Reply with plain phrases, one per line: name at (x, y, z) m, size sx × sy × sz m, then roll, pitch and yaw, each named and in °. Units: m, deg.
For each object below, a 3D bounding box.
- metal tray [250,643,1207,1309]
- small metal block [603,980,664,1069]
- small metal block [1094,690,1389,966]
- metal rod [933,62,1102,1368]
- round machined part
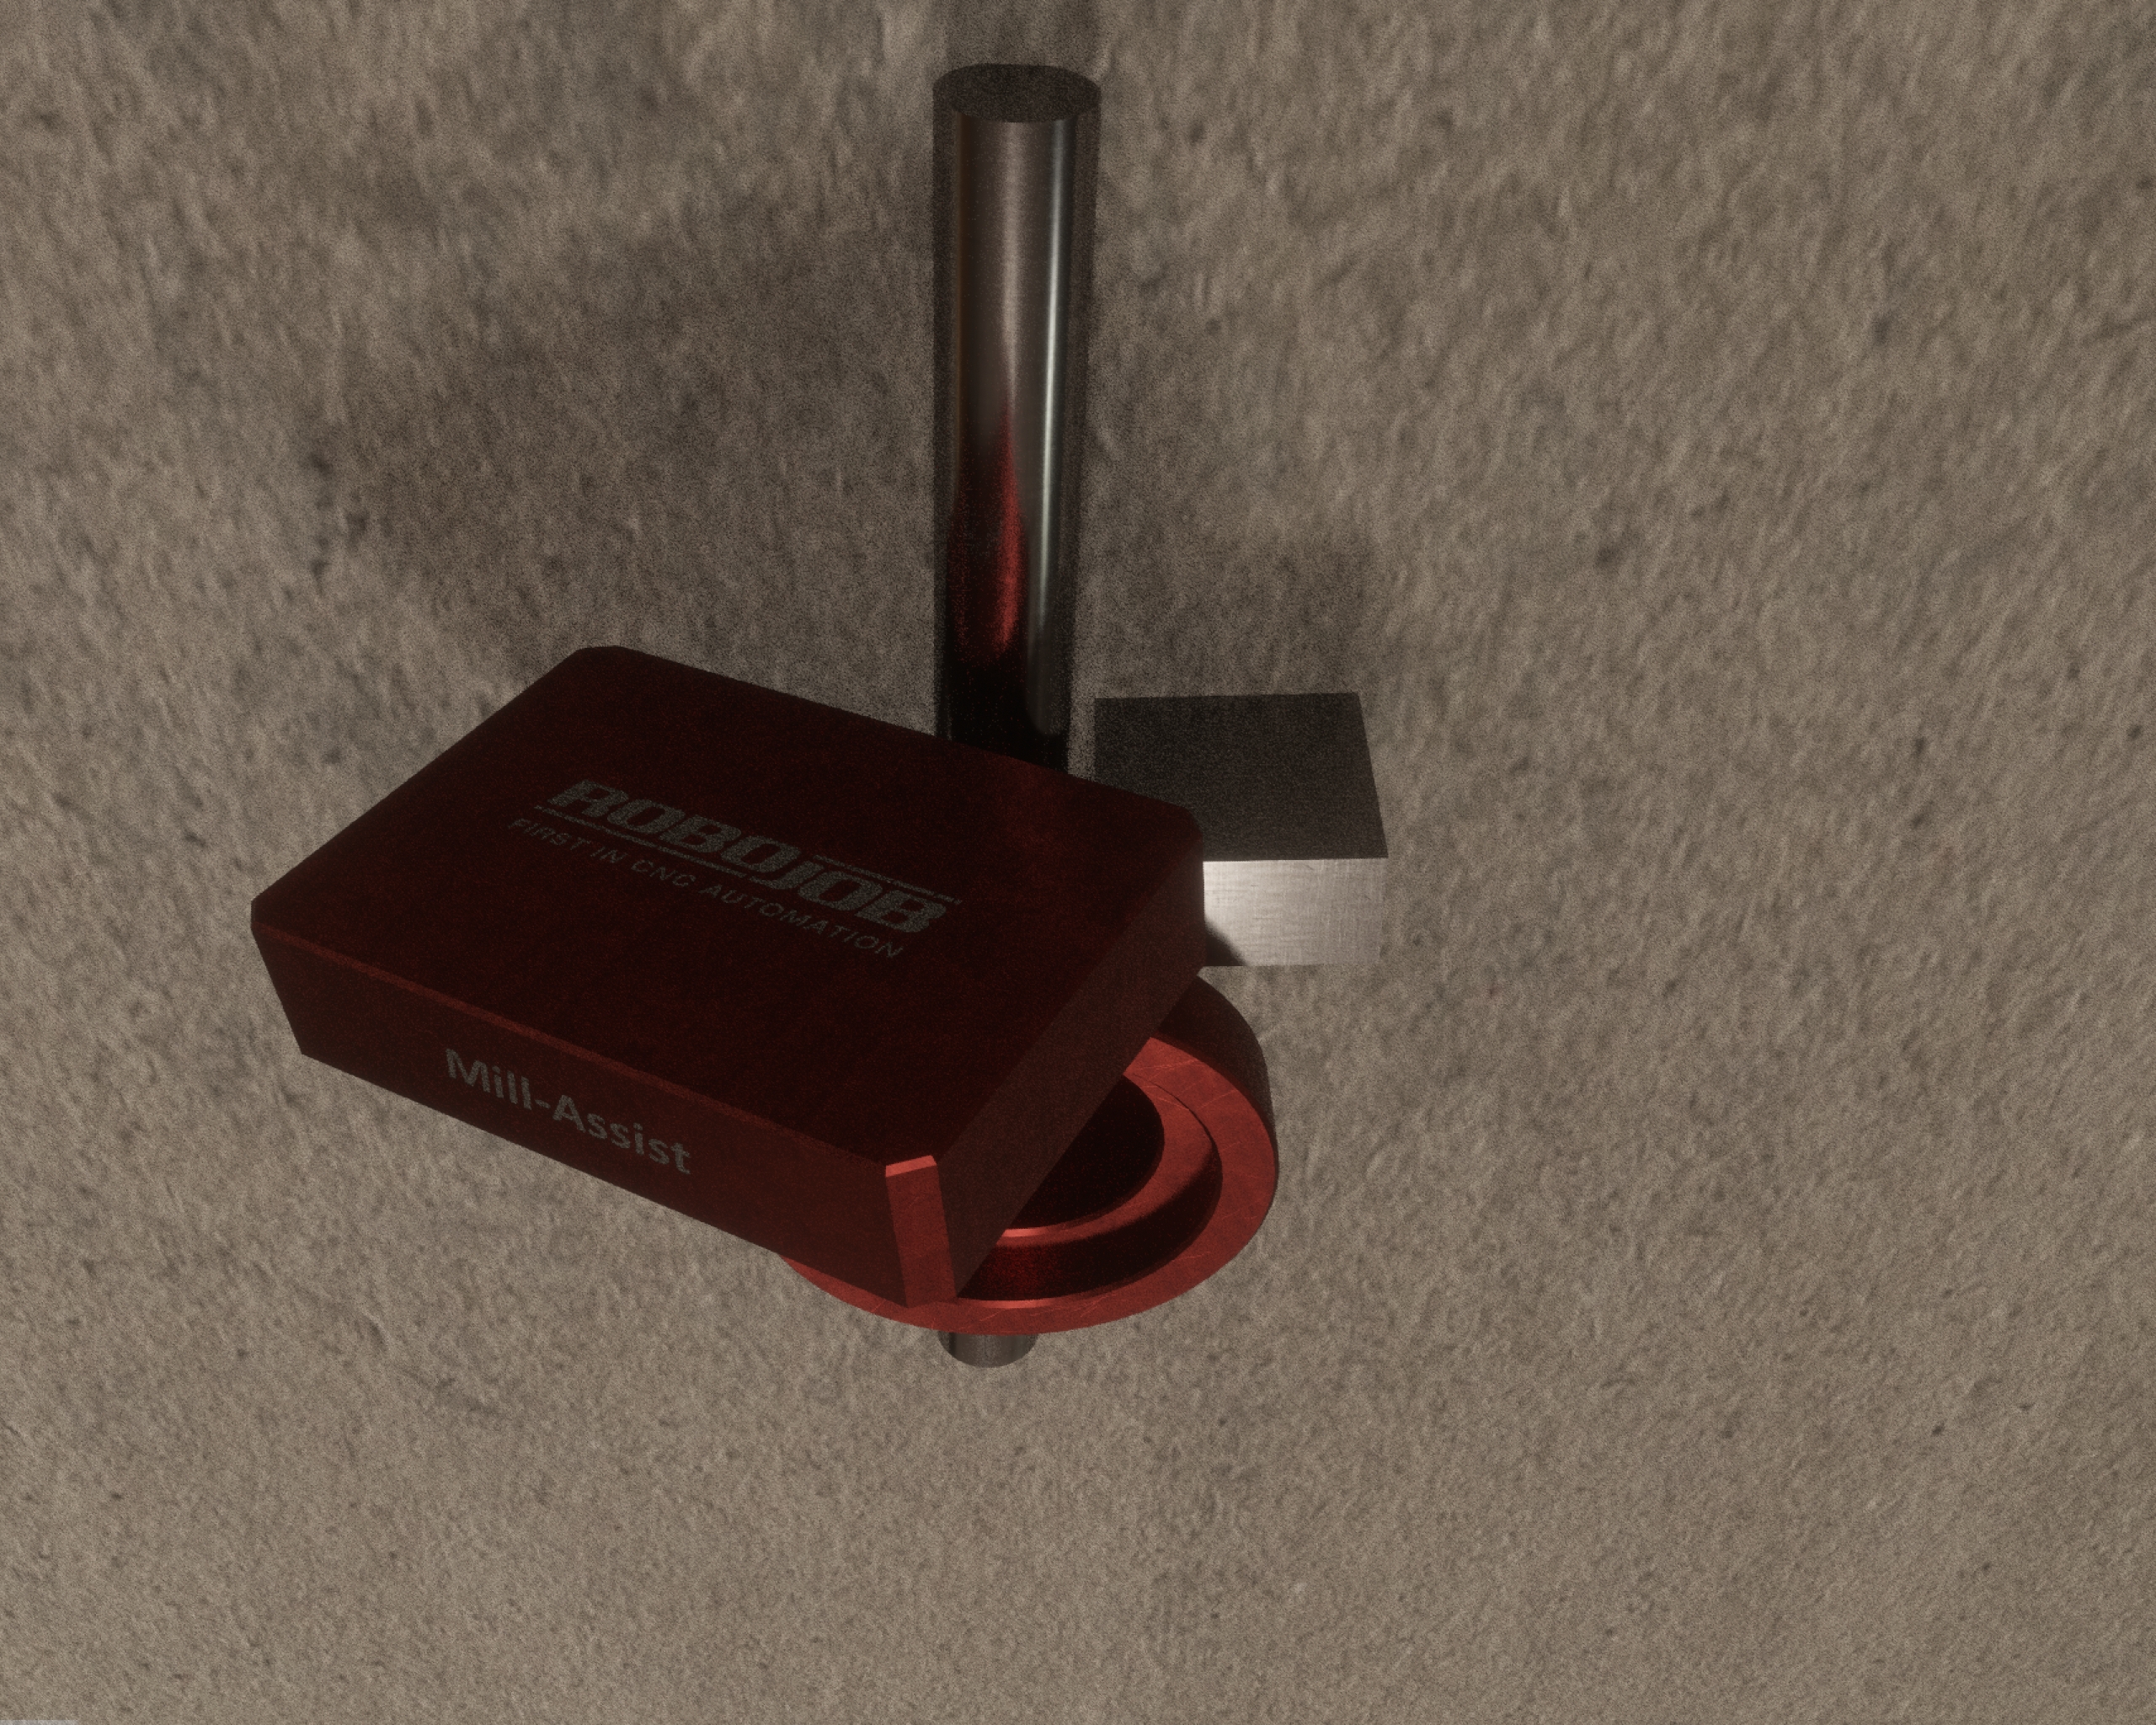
metal tray at (-0.056, 0.012, 0.345) m, size 0.130 × 0.090 × 0.030 m, roll 17°, pitch 133°, yaw 24°
small metal block at (-0.073, 0.016, 0.405) m, size 0.050 × 0.050 × 0.025 m, roll -15°, pitch 129°, yaw 12°
small metal block at (0.029, -0.007, 0.387) m, size 0.050 × 0.050 × 0.025 m, roll -1°, pitch 130°, yaw 0°
metal rod at (-0.015, -0.002, 0.407) m, size 0.025 × 0.025 × 0.298 m, roll 2°, pitch 130°, yaw -2°
round machined part at (-0.013, 0.046, 0.400) m, size 0.099 × 0.042 × 0.097 m, roll -2°, pitch 134°, yaw -2°
